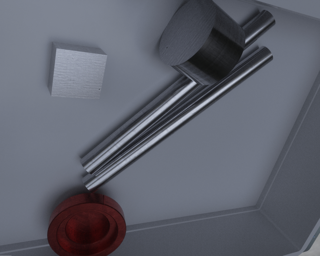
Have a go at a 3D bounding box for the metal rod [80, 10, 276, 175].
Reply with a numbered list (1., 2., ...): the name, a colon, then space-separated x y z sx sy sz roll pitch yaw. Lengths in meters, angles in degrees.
1. metal rod: 0.024 -0.046 0.394 0.300 0.025 0.025 -39 130 -2

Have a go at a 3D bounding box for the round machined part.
1. round machined part: -0.097 0.127 0.415 0.099 0.042 0.097 -6 115 -12

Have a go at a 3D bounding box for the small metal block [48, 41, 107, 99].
1. small metal block: -0.087 -0.059 0.325 0.050 0.025 0.050 1 118 -29

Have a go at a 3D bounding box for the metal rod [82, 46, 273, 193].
1. metal rod: 0.026 -0.014 0.416 0.301 0.025 0.025 -36 130 -4

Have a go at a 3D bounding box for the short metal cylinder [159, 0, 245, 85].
1. short metal cylinder: 0.045 -0.094 0.341 0.050 0.080 0.080 24 105 -37
